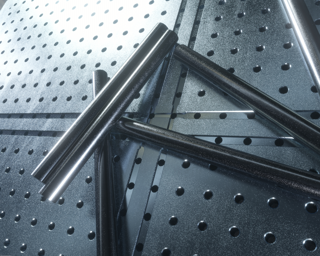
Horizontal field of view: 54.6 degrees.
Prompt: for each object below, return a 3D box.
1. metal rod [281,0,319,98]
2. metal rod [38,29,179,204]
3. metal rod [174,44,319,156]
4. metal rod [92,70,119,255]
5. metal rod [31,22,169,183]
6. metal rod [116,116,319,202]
[{"bbox_3d":[0.181,-0.131,0.393,0.025,0.025,0.300,-16,55,19],"label":"metal rod"},{"bbox_3d":[-0.060,-0.030,0.434,0.025,0.025,0.300,18,64,35],"label":"metal rod"},{"bbox_3d":[0.115,-0.032,0.368,0.025,0.025,0.300,-44,51,-2],"label":"metal rod"},{"bbox_3d":[-0.079,0.033,0.430,0.025,0.025,0.300,-21,54,16],"label":"metal rod"},{"bbox_3d":[-0.075,-0.048,0.451,0.025,0.025,0.300,18,63,35],"label":"metal rod"},{"bbox_3d":[0.066,0.031,0.354,0.300,0.025,0.025,17,71,34],"label":"metal rod"}]
